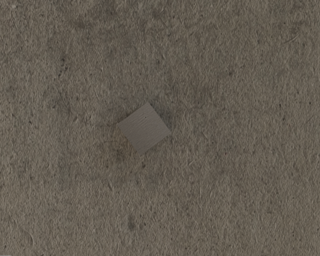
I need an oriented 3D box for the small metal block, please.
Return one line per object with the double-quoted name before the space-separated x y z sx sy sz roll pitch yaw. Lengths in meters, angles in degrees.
"small metal block" -0.020 0.001 0.411 0.050 0.025 0.050 -37 90 0
